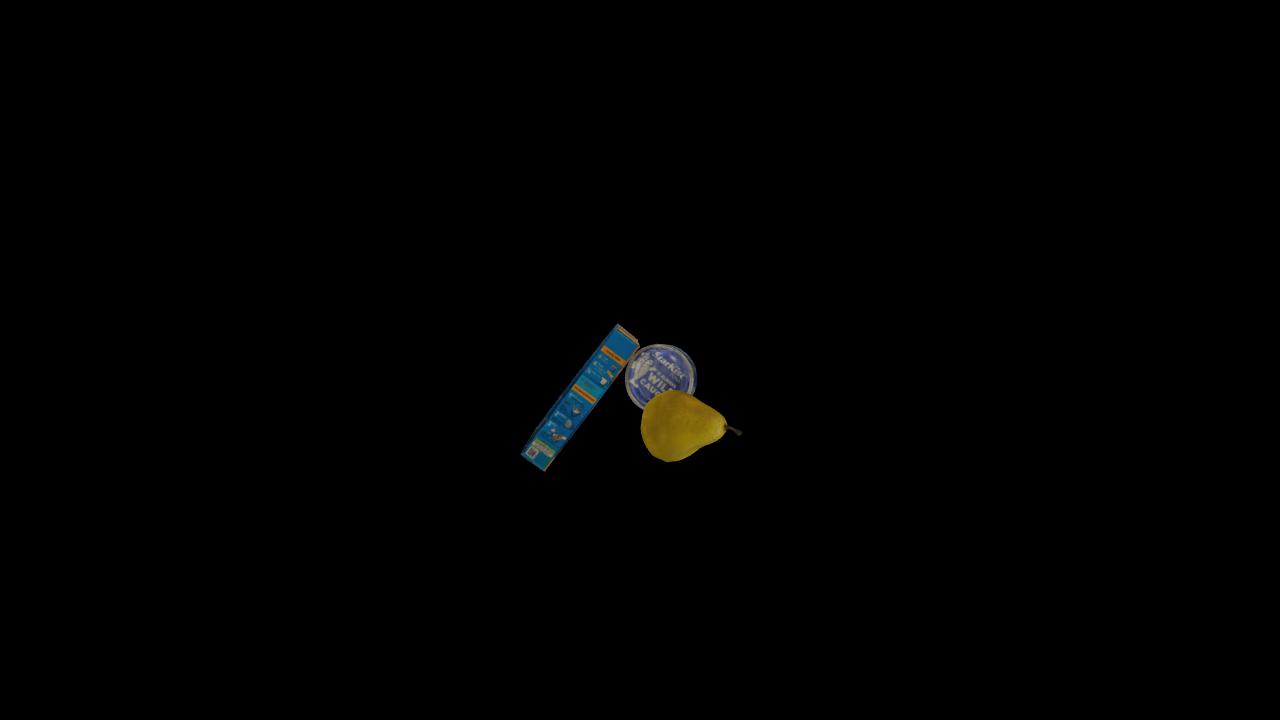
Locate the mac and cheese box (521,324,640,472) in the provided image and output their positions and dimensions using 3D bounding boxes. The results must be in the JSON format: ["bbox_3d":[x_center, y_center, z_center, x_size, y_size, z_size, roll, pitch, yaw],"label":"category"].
[{"bbox_3d":[-0.070,0.041,0.745,0.041,0.184,0.093,37,4,-4],"label":"mac and cheese box"}]

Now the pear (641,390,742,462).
[{"bbox_3d":[0.057,0.068,0.672,0.111,0.080,0.080,-12,-5,26],"label":"pear"}]

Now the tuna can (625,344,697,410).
[{"bbox_3d":[0.026,0.022,0.742,0.084,0.084,0.034,0,2,16],"label":"tuna can"}]
